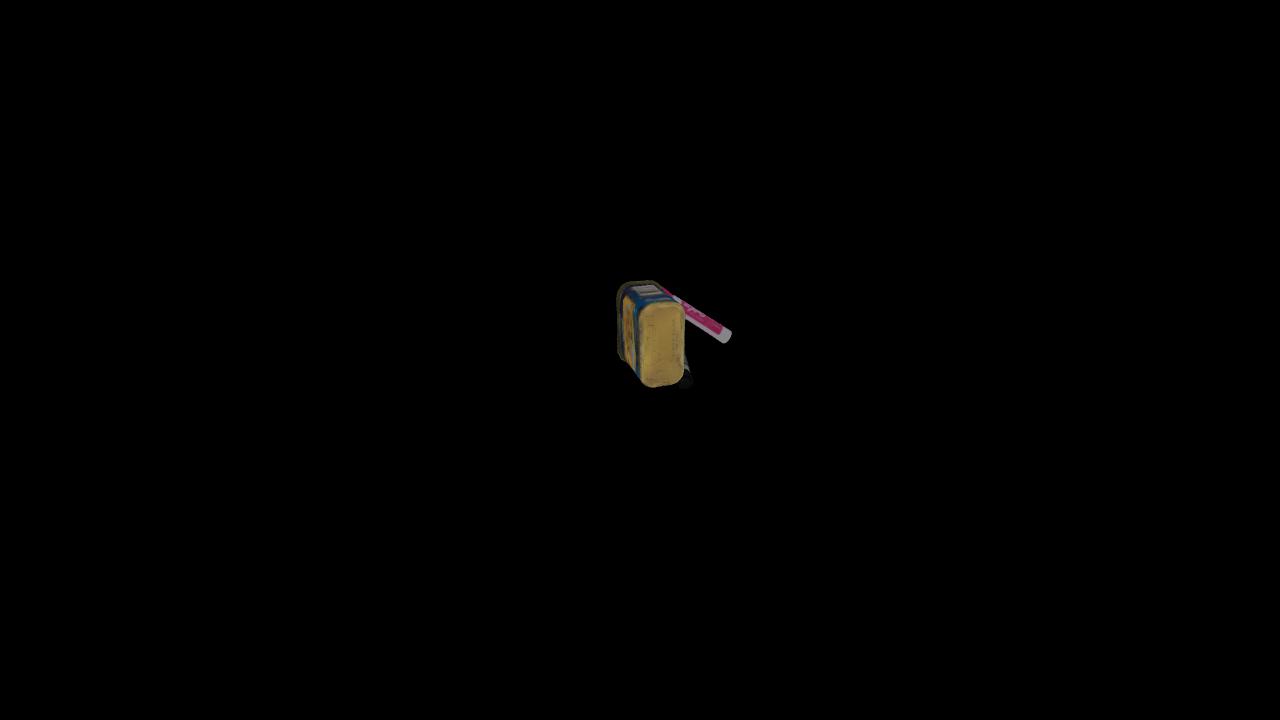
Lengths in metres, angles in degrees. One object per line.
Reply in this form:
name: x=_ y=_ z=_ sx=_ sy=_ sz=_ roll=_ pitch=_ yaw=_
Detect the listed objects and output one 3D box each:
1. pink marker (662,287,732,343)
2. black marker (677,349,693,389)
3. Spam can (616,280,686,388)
pink marker: x=0.062 y=-0.058 z=0.763 sx=0.121 sy=0.020 sz=0.020 roll=31 pitch=-11 yaw=-18
black marker: x=0.051 y=0.006 z=0.758 sx=0.020 sy=0.020 sz=0.121 roll=0 pitch=20 yaw=-1
Spam can: x=0.012 y=-0.030 z=0.692 sx=0.058 sy=0.101 sz=0.085 roll=-7 pitch=23 yaw=-15
